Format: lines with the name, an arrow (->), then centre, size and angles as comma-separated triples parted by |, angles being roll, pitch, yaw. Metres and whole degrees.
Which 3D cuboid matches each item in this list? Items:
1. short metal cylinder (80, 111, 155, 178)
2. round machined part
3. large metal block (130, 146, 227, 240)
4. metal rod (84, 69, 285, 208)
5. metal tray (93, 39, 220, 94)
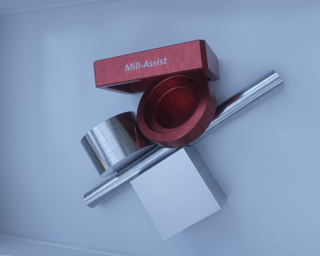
short metal cylinder -> -0.053, 0.022, 0.397 | 0.080, 0.080, 0.050 | -35, 79, 16
round machined part -> 0.024, -0.020, 0.376 | 0.098, 0.042, 0.098 | -17, 57, 28
large metal block -> 0.024, 0.078, 0.385 | 0.080, 0.050, 0.080 | -34, 79, 16
metal rod -> 0.019, 0.022, 0.401 | 0.300, 0.025, 0.025 | -34, 79, 16
metal tray -> -0.001, -0.068, 0.373 | 0.130, 0.090, 0.030 | -7, 88, 19
